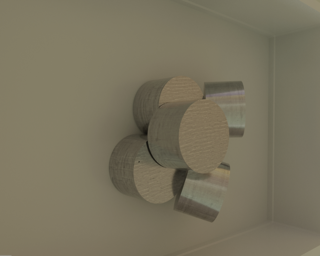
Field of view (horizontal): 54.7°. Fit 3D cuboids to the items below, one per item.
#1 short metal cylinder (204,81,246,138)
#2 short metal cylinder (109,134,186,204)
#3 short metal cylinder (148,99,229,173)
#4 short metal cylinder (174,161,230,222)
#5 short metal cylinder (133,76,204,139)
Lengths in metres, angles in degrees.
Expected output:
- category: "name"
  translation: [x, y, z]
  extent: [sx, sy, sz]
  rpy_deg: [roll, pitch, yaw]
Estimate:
- category: "short metal cylinder"
  translation: [0.089, -0.026, 0.438]
  extent: [0.080, 0.050, 0.079]
  rpy_deg: [-3, 92, -84]
- category: "short metal cylinder"
  translation: [-0.014, 0.048, 0.379]
  extent: [0.081, 0.050, 0.079]
  rpy_deg: [0, 90, -40]
- category: "short metal cylinder"
  translation: [0.033, 0.009, 0.351]
  extent: [0.081, 0.050, 0.079]
  rpy_deg: [0, 90, -40]
- category: "short metal cylinder"
  translation: [0.054, 0.077, 0.408]
  extent: [0.050, 0.080, 0.080]
  rpy_deg: [18, 75, 3]
- category: "short metal cylinder"
  translation: [0.013, -0.025, 0.401]
  extent: [0.081, 0.050, 0.079]
  rpy_deg: [0, 90, -40]
